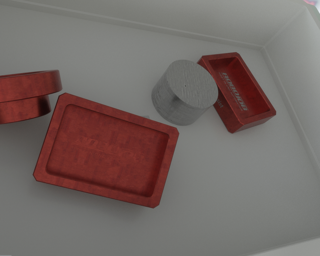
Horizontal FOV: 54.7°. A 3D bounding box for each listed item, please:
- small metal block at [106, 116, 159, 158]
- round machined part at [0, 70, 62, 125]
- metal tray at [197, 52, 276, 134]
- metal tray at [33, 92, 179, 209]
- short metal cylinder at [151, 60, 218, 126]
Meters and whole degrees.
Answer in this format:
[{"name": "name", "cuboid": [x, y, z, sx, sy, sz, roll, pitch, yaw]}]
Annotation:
[{"name": "small metal block", "cuboid": [-0.034, 0.013, 0.380, 0.050, 0.025, 0.050, -4, 64, -31]}, {"name": "round machined part", "cuboid": [-0.149, -0.031, 0.311, 0.099, 0.098, 0.042, -17, 107, -35]}, {"name": "metal tray", "cuboid": [0.122, -0.062, 0.507, 0.091, 0.030, 0.130, -15, 70, -34]}, {"name": "metal tray", "cuboid": [-0.054, 0.025, 0.329, 0.131, 0.030, 0.090, 18, 84, -16]}, {"name": "short metal cylinder", "cuboid": [0.035, -0.050, 0.440, 0.081, 0.050, 0.080, 14, 56, -21]}]
